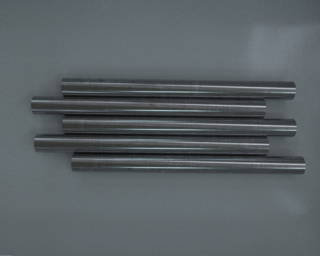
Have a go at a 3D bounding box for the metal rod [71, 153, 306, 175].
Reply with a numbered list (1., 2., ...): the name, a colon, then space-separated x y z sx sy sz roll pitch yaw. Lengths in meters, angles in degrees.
1. metal rod: 0.037 0.048 0.411 0.302 0.025 0.025 1 90 -1

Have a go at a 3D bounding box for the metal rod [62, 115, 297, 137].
1. metal rod: 0.026 -0.002 0.410 0.302 0.025 0.025 1 90 -1

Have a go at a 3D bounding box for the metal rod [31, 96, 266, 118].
1. metal rod: -0.014 -0.028 0.410 0.302 0.025 0.025 1 90 -1

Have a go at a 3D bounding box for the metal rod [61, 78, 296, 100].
1. metal rod: 0.025 -0.052 0.410 0.302 0.025 0.025 1 90 -1

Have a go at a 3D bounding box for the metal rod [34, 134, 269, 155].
1. metal rod: -0.010 0.022 0.410 0.302 0.025 0.025 1 90 -1
